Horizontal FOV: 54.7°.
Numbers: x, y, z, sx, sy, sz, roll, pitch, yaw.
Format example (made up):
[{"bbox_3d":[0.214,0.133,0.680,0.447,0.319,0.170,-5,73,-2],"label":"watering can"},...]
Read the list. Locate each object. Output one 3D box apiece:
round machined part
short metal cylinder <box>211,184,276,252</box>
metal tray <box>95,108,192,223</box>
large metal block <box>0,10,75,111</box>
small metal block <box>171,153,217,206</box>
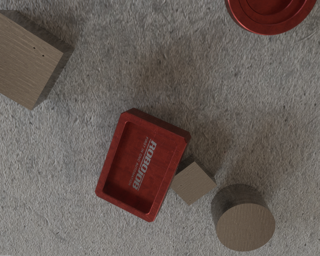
[{"bbox_3d":[0.120,-0.155,0.345,0.099,0.042,0.097,0,110,0],"label":"round machined part"},{"bbox_3d":[0.117,0.128,0.445,0.081,0.050,0.079,0,110,0],"label":"short metal cylinder"},{"bbox_3d":[-0.025,0.049,0.411,0.090,0.030,0.129,24,109,9],"label":"metal tray"},{"bbox_3d":[-0.161,-0.080,0.365,0.080,0.050,0.080,32,107,-12],"label":"large metal block"},{"bbox_3d":[0.044,0.073,0.437,0.050,0.025,0.050,-39,106,13],"label":"small metal block"}]
